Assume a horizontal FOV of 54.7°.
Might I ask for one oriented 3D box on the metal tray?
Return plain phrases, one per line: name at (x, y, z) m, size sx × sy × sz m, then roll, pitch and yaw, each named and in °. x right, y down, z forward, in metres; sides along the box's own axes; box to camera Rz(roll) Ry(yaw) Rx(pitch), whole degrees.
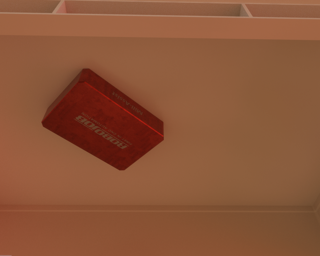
metal tray at (-0.070, -0.005, 0.401) m, size 0.130 × 0.030 × 0.090 m, roll 35°, pitch 121°, yaw -27°
